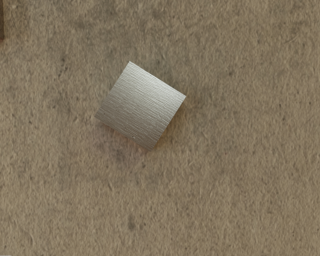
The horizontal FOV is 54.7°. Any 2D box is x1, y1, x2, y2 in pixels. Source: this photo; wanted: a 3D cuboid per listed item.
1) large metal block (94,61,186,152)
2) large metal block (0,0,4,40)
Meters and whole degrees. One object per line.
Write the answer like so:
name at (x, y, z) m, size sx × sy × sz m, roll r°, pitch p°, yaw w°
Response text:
large metal block at (-0.024, -0.026, 0.397) m, size 0.080 × 0.050 × 0.080 m, roll 32°, pitch 90°, yaw -1°
large metal block at (-0.253, -0.158, 0.394) m, size 0.081 × 0.050 × 0.079 m, roll -2°, pitch 90°, yaw -1°
